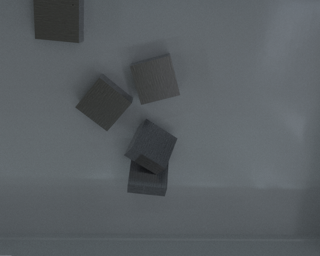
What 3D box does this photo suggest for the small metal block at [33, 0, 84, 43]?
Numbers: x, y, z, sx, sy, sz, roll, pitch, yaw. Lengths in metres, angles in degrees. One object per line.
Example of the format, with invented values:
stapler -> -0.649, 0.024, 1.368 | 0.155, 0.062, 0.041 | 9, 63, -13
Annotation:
small metal block -> -0.117, -0.128, 0.362 | 0.050, 0.025, 0.050 | 5, 110, -3

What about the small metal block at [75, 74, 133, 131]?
small metal block -> -0.071, -0.033, 0.398 | 0.050, 0.025, 0.050 | 39, 105, -14

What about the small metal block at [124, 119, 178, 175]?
small metal block -> -0.011, 0.024, 0.404 | 0.050, 0.050, 0.025 | 33, 142, -12

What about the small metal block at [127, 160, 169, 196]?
small metal block -> -0.016, 0.061, 0.418 | 0.050, 0.050, 0.025 | 7, 143, -3

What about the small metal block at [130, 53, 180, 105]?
small metal block -> -0.006, -0.062, 0.389 | 0.050, 0.025, 0.050 | -14, 110, 4
